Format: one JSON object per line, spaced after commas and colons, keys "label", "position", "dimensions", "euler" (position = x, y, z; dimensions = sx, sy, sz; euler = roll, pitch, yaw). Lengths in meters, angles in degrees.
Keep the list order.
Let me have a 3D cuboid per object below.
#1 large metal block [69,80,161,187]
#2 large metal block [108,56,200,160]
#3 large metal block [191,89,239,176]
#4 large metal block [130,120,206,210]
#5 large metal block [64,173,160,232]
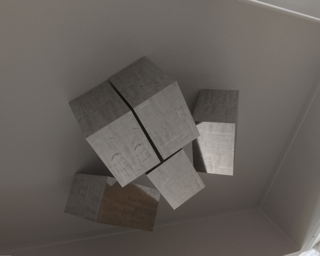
{"label": "large metal block", "position": [-0.051, 0.005, 0.348], "dimensions": [0.050, 0.080, 0.080], "euler": [-33, 129, -7]}
{"label": "large metal block", "position": [-0.007, -0.024, 0.354], "dimensions": [0.050, 0.080, 0.080], "euler": [-34, 129, -7]}
{"label": "large metal block", "position": [0.075, 0.003, 0.408], "dimensions": [0.050, 0.080, 0.079], "euler": [4, 126, 15]}
{"label": "large metal block", "position": [0.005, 0.045, 0.403], "dimensions": [0.050, 0.080, 0.080], "euler": [-36, 130, -5]}
{"label": "large metal block", "position": [-0.059, 0.092, 0.389], "dimensions": [0.080, 0.080, 0.050], "euler": [24, 71, -37]}
